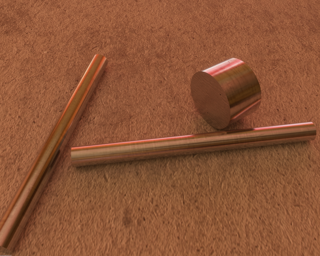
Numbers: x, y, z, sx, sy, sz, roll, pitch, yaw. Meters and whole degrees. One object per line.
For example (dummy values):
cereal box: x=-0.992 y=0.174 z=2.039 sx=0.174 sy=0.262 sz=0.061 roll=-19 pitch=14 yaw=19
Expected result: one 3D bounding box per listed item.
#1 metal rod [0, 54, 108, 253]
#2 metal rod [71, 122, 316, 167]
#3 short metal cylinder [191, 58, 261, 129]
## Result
metal rod: x=-0.126 y=0.005 z=0.397 sx=0.025 sy=0.025 sz=0.300 roll=9 pitch=51 yaw=8
metal rod: x=0.045 y=0.019 z=0.386 sx=0.302 sy=0.025 sz=0.025 roll=-6 pitch=50 yaw=-5
short metal cylinder: x=0.084 y=-0.045 z=0.406 sx=0.050 sy=0.080 sz=0.080 roll=-26 pitch=55 yaw=-20
